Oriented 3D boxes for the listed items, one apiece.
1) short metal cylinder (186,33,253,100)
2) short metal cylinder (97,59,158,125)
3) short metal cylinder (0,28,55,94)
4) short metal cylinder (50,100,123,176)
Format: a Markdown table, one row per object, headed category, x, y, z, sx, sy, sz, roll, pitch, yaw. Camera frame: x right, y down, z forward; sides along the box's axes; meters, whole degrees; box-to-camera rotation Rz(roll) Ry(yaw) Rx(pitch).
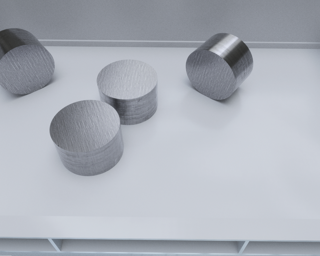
| category | x | y | z | sx | sy | sz | roll | pitch | yaw |
| --- | --- | --- | --- | --- | --- | --- | --- | --- | --- |
| short metal cylinder | 0.084 | -0.088 | 0.443 | 0.080 | 0.080 | 0.050 | 31 | 57 | 23 |
| short metal cylinder | -0.043 | -0.050 | 0.431 | 0.080 | 0.050 | 0.080 | 0 | 50 | 0 |
| short metal cylinder | -0.202 | -0.096 | 0.449 | 0.081 | 0.080 | 0.050 | -31 | 57 | -23 |
| short metal cylinder | -0.087 | 0.011 | 0.378 | 0.080 | 0.050 | 0.080 | 0 | 50 | 0 |
